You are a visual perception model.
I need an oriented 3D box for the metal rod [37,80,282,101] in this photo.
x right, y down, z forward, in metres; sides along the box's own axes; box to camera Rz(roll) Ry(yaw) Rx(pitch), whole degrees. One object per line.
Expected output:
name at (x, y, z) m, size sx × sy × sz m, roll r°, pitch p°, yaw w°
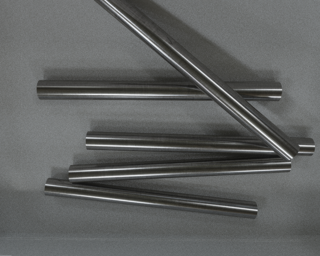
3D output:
metal rod at (0.000, -0.047, 0.393) m, size 0.302 × 0.025 × 0.025 m, roll 0°, pitch 110°, yaw -1°

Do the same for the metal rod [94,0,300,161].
metal rod at (0.045, -0.064, 0.365) m, size 0.300 × 0.025 × 0.025 m, roll 39°, pitch 106°, yaw -5°

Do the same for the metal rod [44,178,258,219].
metal rod at (-0.010, 0.102, 0.448) m, size 0.302 × 0.025 × 0.025 m, roll 7°, pitch 110°, yaw -3°

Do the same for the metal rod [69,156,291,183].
metal rod at (0.027, 0.057, 0.432) m, size 0.302 × 0.025 × 0.025 m, roll -3°, pitch 110°, yaw 1°

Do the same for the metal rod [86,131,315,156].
metal rod at (0.054, 0.021, 0.419) m, size 0.302 × 0.025 × 0.025 m, roll 2°, pitch 110°, yaw -1°
